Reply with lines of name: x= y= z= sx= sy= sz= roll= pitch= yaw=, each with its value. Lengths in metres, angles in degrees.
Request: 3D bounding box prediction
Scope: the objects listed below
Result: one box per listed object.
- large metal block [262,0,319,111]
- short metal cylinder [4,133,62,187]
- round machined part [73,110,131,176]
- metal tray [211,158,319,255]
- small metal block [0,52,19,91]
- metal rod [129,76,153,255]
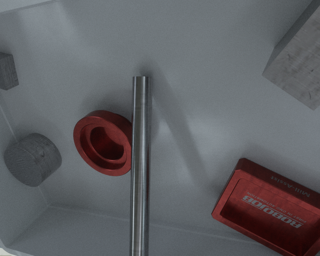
large metal block: x=0.136 y=-0.073 z=0.256 sx=0.050 sy=0.080 sz=0.079 roll=36 pitch=129 yaw=4
short metal cylinder: x=-0.221 y=0.055 z=0.540 sx=0.080 sy=0.050 sz=0.079 roll=13 pitch=124 yaw=20
round machined part: x=-0.071 y=0.018 z=0.444 sx=0.098 sy=0.042 sz=0.097 roll=13 pitch=124 yaw=20
metal tray: x=0.142 y=0.105 z=0.389 sx=0.130 sy=0.030 sz=0.089 roll=26 pitch=123 yaw=12
small metal block: x=-0.254 y=-0.091 z=0.483 sx=0.050 sy=0.025 sz=0.050 roll=16 pitch=125 yaw=18
metal rod: x=-0.025 y=0.086 z=0.393 sx=0.025 sy=0.025 sz=0.298 roll=3 pitch=95 yaw=26
